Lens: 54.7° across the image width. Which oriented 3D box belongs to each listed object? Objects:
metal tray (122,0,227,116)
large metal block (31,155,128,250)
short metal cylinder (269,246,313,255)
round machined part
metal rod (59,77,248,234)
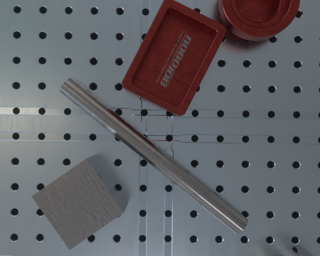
[{"bbox_3d":[0.019,-0.091,0.410,0.090,0.030,0.130,27,90,0],"label":"metal tray"},{"bbox_3d":[-0.099,0.092,0.400,0.080,0.050,0.080,-35,90,0],"label":"large metal block"},{"bbox_3d":[0.181,0.202,0.402,0.081,0.050,0.079,0,90,0],"label":"short metal cylinder"},{"bbox_3d":[0.126,-0.163,0.406,0.099,0.042,0.097,0,90,0],"label":"round machined part"},{"bbox_3d":[-0.008,0.037,0.413,0.300,0.025,0.025,39,90,0],"label":"metal rod"}]
